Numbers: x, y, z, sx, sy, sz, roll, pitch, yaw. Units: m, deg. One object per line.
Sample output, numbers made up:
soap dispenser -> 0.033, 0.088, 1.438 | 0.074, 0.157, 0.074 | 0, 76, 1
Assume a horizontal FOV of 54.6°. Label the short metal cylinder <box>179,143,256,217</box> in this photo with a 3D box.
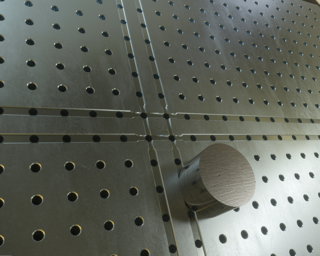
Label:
short metal cylinder -> 0.071, 0.066, 0.390 | 0.081, 0.050, 0.080 | 13, 56, -21
